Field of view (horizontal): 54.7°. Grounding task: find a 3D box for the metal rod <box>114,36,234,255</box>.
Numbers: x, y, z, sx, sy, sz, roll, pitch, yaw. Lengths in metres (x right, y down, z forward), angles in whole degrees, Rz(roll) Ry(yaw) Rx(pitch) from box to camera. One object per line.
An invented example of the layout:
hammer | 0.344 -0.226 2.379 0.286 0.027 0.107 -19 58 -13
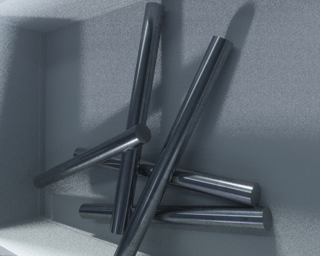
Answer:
metal rod | 0.011 0.037 0.368 0.025 0.025 0.298 30 101 35

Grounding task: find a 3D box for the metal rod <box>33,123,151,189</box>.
metal rod | -0.120 0.053 0.469 0.299 0.025 0.025 -25 75 42

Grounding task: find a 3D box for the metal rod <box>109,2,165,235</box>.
metal rod | -0.030 -0.013 0.405 0.025 0.025 0.298 9 89 39

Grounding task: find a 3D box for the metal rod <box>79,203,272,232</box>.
metal rod | -0.006 0.113 0.408 0.300 0.025 0.025 -10 84 39

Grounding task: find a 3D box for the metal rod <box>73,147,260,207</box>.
metal rod | -0.016 0.057 0.416 0.300 0.025 0.025 6 94 39
